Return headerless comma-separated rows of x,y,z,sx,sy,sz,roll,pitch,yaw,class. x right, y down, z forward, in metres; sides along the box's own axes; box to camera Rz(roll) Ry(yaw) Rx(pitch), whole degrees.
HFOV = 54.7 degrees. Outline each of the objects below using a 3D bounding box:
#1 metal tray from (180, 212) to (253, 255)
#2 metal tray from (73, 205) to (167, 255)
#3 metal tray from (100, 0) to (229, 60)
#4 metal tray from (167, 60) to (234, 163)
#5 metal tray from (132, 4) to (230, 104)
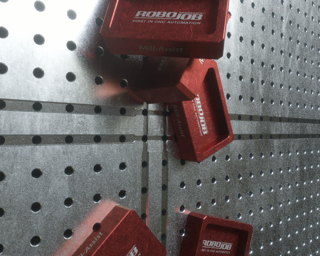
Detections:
0.091,0.187,0.484,0.131,0.030,0.090,23,76,-38,metal tray
-0.059,0.168,0.359,0.131,0.030,0.090,-47,118,-30,metal tray
0.008,-0.125,0.345,0.030,0.131,0.090,71,28,-65,metal tray
0.059,-0.026,0.457,0.091,0.030,0.129,-26,107,-37,metal tray
0.025,-0.094,0.389,0.030,0.090,0.130,37,67,-34,metal tray
